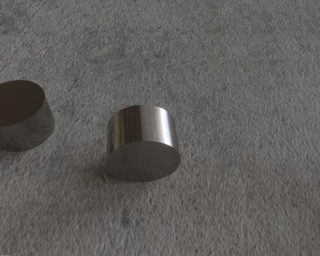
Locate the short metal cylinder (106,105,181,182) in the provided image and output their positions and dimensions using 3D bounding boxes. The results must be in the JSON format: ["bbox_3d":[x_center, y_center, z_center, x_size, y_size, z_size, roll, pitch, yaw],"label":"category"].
[{"bbox_3d":[-0.020,0.019,0.351,0.081,0.080,0.050,-4,50,-4],"label":"short metal cylinder"}]

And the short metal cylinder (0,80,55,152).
[{"bbox_3d":[-0.183,-0.016,0.398,0.081,0.050,0.080,0,50,0],"label":"short metal cylinder"}]
